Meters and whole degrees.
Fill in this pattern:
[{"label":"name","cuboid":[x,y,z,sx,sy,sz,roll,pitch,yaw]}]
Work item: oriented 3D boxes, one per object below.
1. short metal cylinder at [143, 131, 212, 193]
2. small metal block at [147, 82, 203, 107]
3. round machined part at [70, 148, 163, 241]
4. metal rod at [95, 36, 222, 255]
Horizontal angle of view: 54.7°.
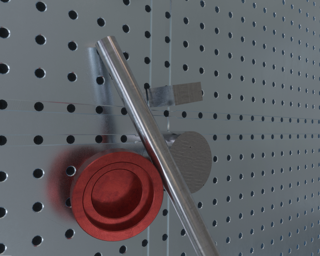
[{"label":"short metal cylinder","cuboid":[0.024,0.044,0.413,0.081,0.050,0.079,1,89,-40]},{"label":"small metal block","cuboid":[0.020,-0.044,0.410,0.050,0.050,0.025,-13,99,-39]},{"label":"round machined part","cuboid":[-0.049,0.070,0.344,0.099,0.042,0.097,-3,98,-21]},{"label":"metal rod","cuboid":[0.002,0.034,0.355,0.025,0.025,0.299,-25,89,-37]}]
